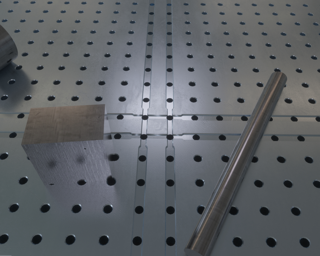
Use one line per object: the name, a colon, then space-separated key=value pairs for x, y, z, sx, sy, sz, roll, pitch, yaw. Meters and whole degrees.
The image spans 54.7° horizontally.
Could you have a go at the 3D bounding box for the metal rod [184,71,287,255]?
metal rod: x=0.108 y=0.025 z=0.387 sx=0.025 sy=0.025 sz=0.301 roll=23 pitch=54 yaw=18

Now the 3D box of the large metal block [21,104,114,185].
large metal block: x=-0.099 y=0.020 z=0.354 sx=0.081 sy=0.080 sz=0.050 roll=-3 pitch=50 yaw=-3

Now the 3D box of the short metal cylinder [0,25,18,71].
short metal cylinder: x=-0.269 y=-0.125 z=0.475 sx=0.080 sy=0.080 sz=0.050 roll=22 pitch=54 yaw=17
